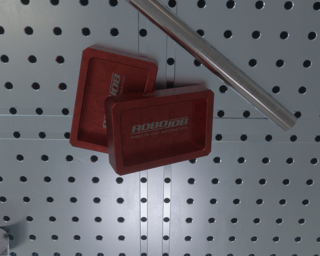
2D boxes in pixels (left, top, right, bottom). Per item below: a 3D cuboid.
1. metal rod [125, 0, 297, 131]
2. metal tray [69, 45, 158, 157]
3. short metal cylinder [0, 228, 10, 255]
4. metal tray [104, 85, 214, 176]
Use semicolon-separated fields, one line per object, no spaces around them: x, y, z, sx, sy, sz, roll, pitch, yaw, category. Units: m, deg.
0.054;-0.093;0.379;0.301;0.025;0.025;36;106;-13;metal rod
-0.060;-0.031;0.398;0.091;0.030;0.129;12;110;-5;metal tray
-0.264;0.189;0.451;0.081;0.080;0.050;8;110;-3;short metal cylinder
0.002;0.000;0.382;0.131;0.030;0.089;-10;114;-23;metal tray
